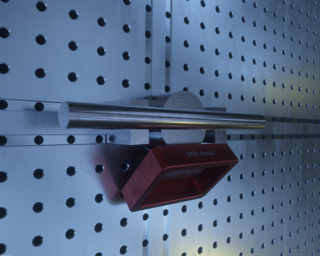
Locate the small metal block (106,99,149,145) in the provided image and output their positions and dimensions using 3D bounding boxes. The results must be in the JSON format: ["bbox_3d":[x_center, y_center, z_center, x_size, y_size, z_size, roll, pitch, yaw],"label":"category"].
[{"bbox_3d":[-0.038,-0.007,0.361,0.025,0.050,0.050,-1,91,-40],"label":"small metal block"}]

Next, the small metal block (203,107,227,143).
[{"bbox_3d":[0.069,-0.004,0.451,0.025,0.050,0.050,-1,91,-40],"label":"small metal block"}]

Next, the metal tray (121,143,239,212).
[{"bbox_3d":[0.027,0.061,0.393,0.131,0.089,0.030,1,47,-40],"label":"metal tray"}]

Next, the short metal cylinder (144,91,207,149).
[{"bbox_3d":[0.015,-0.007,0.405,0.081,0.050,0.080,0,90,-40],"label":"short metal cylinder"}]

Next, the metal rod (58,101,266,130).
[{"bbox_3d":[0.031,-0.010,0.370,0.302,0.025,0.025,1,90,-40],"label":"metal rod"}]
